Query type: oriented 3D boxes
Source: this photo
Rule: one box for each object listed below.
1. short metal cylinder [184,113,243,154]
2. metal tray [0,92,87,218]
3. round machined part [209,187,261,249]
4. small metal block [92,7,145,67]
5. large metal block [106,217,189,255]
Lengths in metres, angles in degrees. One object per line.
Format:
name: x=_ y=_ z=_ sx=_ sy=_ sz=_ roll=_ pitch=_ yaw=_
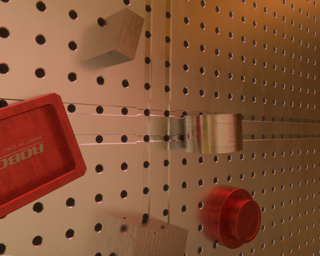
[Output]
short metal cylinder: x=0.074 y=0.006 z=0.435 sx=0.081 sy=0.080 sz=0.050 roll=-5 pitch=94 yaw=-40
metal tray: x=-0.143 y=0.028 z=0.285 sx=0.131 sy=0.030 sz=0.089 roll=-26 pitch=107 yaw=-37
round machined part: x=0.128 y=0.148 z=0.506 sx=0.099 sy=0.042 sz=0.097 roll=0 pitch=90 yaw=-40
small metal block: x=-0.048 y=-0.102 z=0.352 sx=0.025 sy=0.050 sz=0.050 roll=21 pitch=77 yaw=-38
large metal block: x=-0.018 y=0.158 z=0.378 sx=0.080 sy=0.050 sz=0.080 roll=18 pitch=78 yaw=-39
